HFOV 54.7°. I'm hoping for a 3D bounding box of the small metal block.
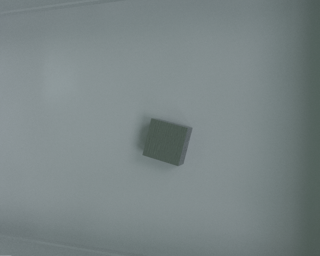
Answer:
[{"bbox_3d":[0.010,0.018,0.406,0.050,0.025,0.050,15,95,19],"label":"small metal block"}]
